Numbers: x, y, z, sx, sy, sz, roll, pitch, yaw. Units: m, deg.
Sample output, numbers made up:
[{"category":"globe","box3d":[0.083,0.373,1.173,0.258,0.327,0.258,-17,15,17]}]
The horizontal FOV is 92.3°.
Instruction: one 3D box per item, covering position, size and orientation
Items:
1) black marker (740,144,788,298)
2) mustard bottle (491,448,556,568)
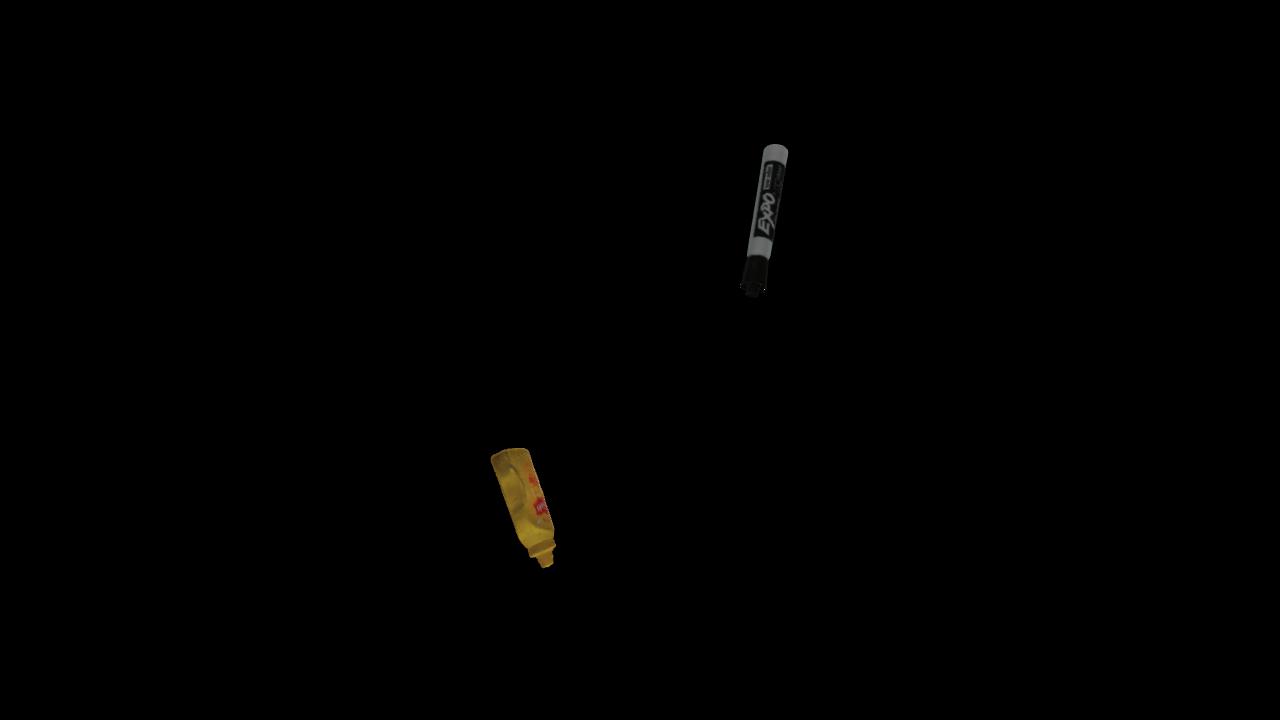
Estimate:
[{"category":"black marker","box3d":[0.091,-0.102,0.450,0.020,0.121,0.020,11,-16,3]},{"category":"mustard bottle","box3d":[-0.172,0.229,0.947,0.054,0.184,0.092,-23,-17,1]}]
